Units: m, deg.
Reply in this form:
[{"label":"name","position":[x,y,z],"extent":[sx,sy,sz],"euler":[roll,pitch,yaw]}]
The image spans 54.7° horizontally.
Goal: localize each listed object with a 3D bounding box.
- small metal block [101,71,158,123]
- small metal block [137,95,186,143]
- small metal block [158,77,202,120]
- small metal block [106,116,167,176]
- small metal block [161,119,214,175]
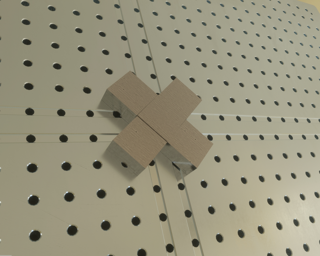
[{"label":"small metal block","position":[-0.040,-0.041,0.413],"extent":[0.050,0.025,0.050],"euler":[42,51,0]},{"label":"small metal block","position":[-0.002,-0.008,0.412],"extent":[0.050,0.025,0.050],"euler":[42,51,0]},{"label":"small metal block","position":[0.025,-0.037,0.445],"extent":[0.050,0.025,0.050],"euler":[42,51,0]},{"label":"small metal block","position":[-0.028,0.021,0.381],"extent":[0.050,0.025,0.050],"euler":[42,51,0]},{"label":"small metal block","position":[0.036,0.025,0.413],"extent":[0.050,0.025,0.050],"euler":[42,51,0]}]
